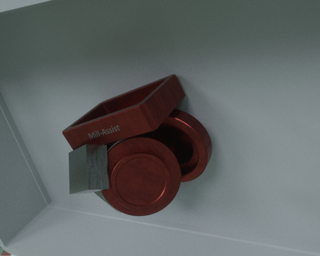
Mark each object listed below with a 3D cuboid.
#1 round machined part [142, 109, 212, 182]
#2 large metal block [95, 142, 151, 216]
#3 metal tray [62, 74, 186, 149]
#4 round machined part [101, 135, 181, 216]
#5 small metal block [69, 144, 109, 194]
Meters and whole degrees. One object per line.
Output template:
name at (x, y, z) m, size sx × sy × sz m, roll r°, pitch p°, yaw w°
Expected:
round machined part at (0.020, 0.018, 0.397) m, size 0.098 × 0.042 × 0.097 m, roll 13°, pitch 124°, yaw 20°
large metal block at (-0.053, 0.059, 0.435) m, size 0.080 × 0.080 × 0.050 m, roll 39°, pitch 129°, yaw 1°
metal tray at (-0.044, -0.017, 0.375) m, size 0.130 × 0.090 × 0.030 m, roll -16°, pitch 111°, yaw 34°
round machined part at (-0.023, 0.059, 0.368) m, size 0.099 × 0.042 × 0.097 m, roll -1°, pitch 96°, yaw -6°
small metal block at (-0.084, 0.049, 0.360) m, size 0.050 × 0.025 × 0.050 m, roll -23°, pitch 68°, yaw 49°
